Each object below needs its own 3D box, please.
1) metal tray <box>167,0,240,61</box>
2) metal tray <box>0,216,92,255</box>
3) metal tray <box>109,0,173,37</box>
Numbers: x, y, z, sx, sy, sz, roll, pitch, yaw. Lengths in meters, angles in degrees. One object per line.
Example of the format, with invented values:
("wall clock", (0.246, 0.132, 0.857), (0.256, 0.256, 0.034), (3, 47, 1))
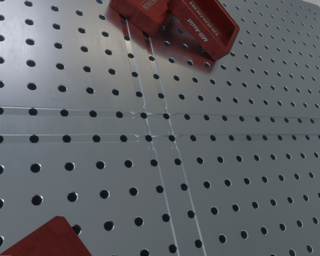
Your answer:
("metal tray", (0.080, -0.193, 0.541), (0.130, 0.030, 0.090), (43, 50, -19))
("metal tray", (-0.114, 0.148, 0.254), (0.131, 0.030, 0.090), (-32, 80, -38))
("metal tray", (-0.014, -0.222, 0.531), (0.090, 0.030, 0.130), (37, 51, -4))
